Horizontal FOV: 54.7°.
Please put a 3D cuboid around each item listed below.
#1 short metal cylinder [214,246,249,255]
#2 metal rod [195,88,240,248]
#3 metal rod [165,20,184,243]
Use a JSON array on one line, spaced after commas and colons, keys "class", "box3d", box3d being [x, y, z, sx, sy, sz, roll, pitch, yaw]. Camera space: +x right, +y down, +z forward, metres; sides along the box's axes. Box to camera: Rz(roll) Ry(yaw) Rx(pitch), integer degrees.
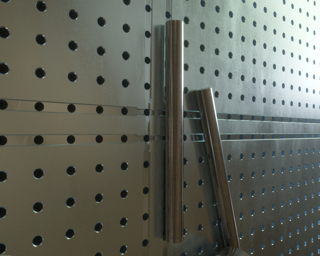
[{"class": "short metal cylinder", "box3d": [0.106, 0.227, 0.463, 0.050, 0.080, 0.079, -18, 102, -39]}, {"class": "metal rod", "box3d": [0.095, 0.085, 0.489, 0.025, 0.025, 0.298, -20, 103, -38]}, {"class": "metal rod", "box3d": [0.020, 0.005, 0.425, 0.025, 0.025, 0.298, 0, 90, -40]}]
